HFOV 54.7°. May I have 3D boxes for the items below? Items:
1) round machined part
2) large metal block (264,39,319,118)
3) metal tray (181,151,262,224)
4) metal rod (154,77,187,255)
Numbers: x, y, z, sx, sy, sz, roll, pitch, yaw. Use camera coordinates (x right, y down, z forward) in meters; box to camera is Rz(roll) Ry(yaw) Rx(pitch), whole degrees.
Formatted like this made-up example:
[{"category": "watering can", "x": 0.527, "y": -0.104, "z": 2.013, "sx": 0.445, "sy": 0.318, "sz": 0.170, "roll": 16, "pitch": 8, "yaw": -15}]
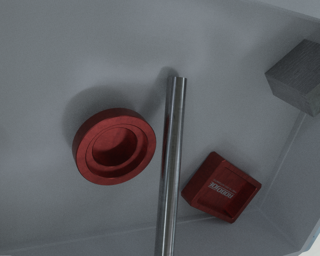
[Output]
[{"category": "round machined part", "x": -0.058, "y": 0.019, "z": 0.379, "sx": 0.099, "sy": 0.042, "sz": 0.097, "roll": -14, "pitch": 125, "yaw": -21}, {"category": "large metal block", "x": 0.216, "y": -0.074, "z": 0.448, "sx": 0.080, "sy": 0.080, "sz": 0.050, "roll": -41, "pitch": 130, "yaw": -1}, {"category": "metal tray", "x": 0.107, "y": 0.105, "z": 0.525, "sx": 0.130, "sy": 0.030, "sz": 0.090, "roll": 33, "pitch": 95, "yaw": -38}, {"category": "metal rod", "x": 0.011, "y": 0.087, "z": 0.389, "sx": 0.025, "sy": 0.025, "sz": 0.298, "roll": 4, "pitch": 91, "yaw": -31}]
